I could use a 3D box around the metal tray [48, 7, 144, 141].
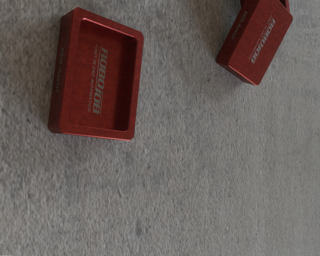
[{"bbox_3d":[-0.068,-0.054,0.345,0.091,0.030,0.129,9,84,-40],"label":"metal tray"}]

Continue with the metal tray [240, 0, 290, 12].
[{"bbox_3d":[0.175,-0.238,0.526,0.090,0.030,0.129,-37,124,-23],"label":"metal tray"}]

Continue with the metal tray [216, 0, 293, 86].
[{"bbox_3d":[0.156,-0.146,0.507,0.090,0.030,0.129,23,95,-38],"label":"metal tray"}]
